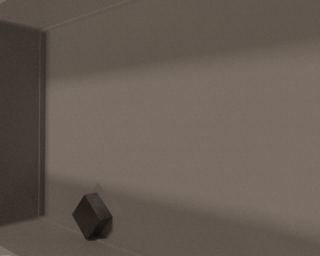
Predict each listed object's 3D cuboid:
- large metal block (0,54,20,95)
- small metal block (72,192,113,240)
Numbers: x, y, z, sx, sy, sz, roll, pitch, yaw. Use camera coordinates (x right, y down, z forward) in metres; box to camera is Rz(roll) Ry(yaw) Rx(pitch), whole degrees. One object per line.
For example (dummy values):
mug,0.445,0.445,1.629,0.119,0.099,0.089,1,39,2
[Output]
large metal block,-0.366,-0.119,0.671,0.050,0.081,0.080,-51,61,28
small metal block,-0.109,0.140,0.494,0.050,0.025,0.050,49,119,28
